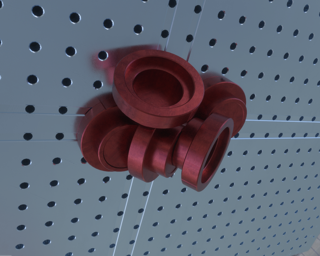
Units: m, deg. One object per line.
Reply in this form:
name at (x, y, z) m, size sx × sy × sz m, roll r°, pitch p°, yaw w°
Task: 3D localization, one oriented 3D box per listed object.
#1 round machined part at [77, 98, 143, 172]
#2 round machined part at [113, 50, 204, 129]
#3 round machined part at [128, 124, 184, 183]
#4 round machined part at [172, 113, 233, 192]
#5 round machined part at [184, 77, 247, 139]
round machined part at (-0.049, 0.015, 0.384) m, size 0.099 × 0.042 × 0.097 m, roll -14°, pitch 125°, yaw -21°
round machined part at (-0.004, -0.039, 0.346) m, size 0.099 × 0.098 × 0.042 m, roll -12°, pitch 149°, yaw -22°
round machined part at (0.004, 0.023, 0.388) m, size 0.098 × 0.042 × 0.097 m, roll -52°, pitch 153°, yaw -39°
round machined part at (0.050, 0.026, 0.383) m, size 0.098 × 0.042 × 0.097 m, roll -47°, pitch 151°, yaw -37°
round machined part at (0.082, -0.019, 0.435) m, size 0.099 × 0.042 × 0.097 m, roll -14°, pitch 125°, yaw -21°
